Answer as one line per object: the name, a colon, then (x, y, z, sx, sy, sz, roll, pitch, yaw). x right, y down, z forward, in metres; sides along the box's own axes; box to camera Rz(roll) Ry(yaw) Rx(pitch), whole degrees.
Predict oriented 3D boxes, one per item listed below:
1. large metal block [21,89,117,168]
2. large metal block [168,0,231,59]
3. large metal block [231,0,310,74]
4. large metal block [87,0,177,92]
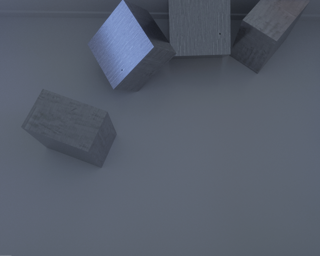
large metal block: (-0.105, 0.004, 0.378, 0.080, 0.080, 0.050, 19, 71, 7)
large metal block: (0.052, -0.139, 0.431, 0.081, 0.050, 0.079, -2, 98, -1)
large metal block: (0.148, -0.136, 0.431, 0.050, 0.080, 0.080, 38, 74, 12)
large metal block: (-0.039, -0.106, 0.413, 0.080, 0.050, 0.080, -41, 70, 29)
